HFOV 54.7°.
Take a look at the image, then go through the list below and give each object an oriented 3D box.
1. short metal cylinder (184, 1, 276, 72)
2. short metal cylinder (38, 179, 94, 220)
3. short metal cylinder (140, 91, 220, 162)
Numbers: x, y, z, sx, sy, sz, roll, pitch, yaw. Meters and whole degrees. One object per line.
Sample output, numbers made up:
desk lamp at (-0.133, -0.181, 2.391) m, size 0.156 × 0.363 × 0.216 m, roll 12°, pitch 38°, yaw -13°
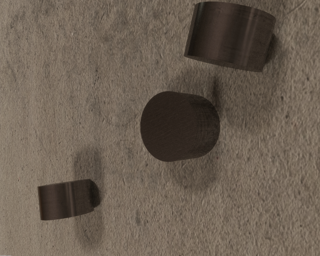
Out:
short metal cylinder at (0.069, -0.089, 0.311) m, size 0.080 × 0.081 × 0.050 m, roll 20°, pitch 103°, yaw 38°
short metal cylinder at (-0.148, 0.111, 0.488) m, size 0.080 × 0.081 × 0.050 m, roll -13°, pitch 82°, yaw 39°
short metal cylinder at (0.023, -0.002, 0.368) m, size 0.080 × 0.050 × 0.079 m, roll 0°, pitch 90°, yaw 39°
